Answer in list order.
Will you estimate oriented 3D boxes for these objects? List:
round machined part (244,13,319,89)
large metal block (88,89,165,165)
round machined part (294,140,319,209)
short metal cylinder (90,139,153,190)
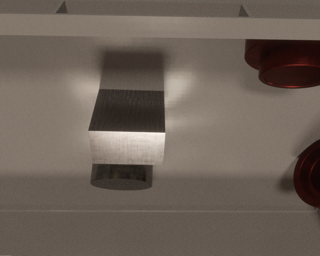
[{"bbox_3d":[0.135,-0.069,0.307,0.099,0.042,0.098,6,170,1],"label":"round machined part"},{"bbox_3d":[-0.036,-0.003,0.370,0.081,0.080,0.050,2,130,-2],"label":"large metal block"},{"bbox_3d":[0.236,0.066,0.421,0.042,0.098,0.097,24,126,-20],"label":"round machined part"},{"bbox_3d":[-0.050,0.052,0.415,0.081,0.050,0.080,1,158,1],"label":"short metal cylinder"}]
